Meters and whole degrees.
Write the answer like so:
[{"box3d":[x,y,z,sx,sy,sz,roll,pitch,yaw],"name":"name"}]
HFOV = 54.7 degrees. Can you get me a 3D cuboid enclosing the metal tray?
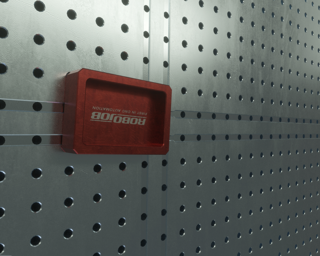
[{"box3d":[-0.045,-0.014,0.369,0.131,0.030,0.089,5,87,-40],"name":"metal tray"}]
